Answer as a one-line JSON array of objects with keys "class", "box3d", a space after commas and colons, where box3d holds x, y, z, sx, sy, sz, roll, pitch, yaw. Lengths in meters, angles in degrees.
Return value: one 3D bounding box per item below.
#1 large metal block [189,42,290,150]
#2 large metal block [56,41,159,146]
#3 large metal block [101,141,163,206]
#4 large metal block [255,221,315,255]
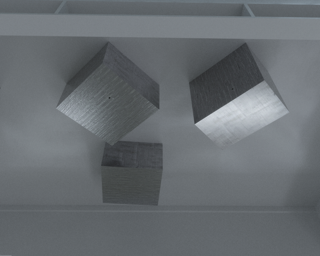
[{"class": "large metal block", "box3d": [0.082, -0.035, 0.343, 0.080, 0.080, 0.050, -34, 123, 25]}, {"class": "large metal block", "box3d": [-0.058, -0.037, 0.360, 0.080, 0.050, 0.080, -36, 122, 26]}, {"class": "large metal block", "box3d": [-0.040, 0.066, 0.448, 0.081, 0.050, 0.079, 4, 130, -4]}, {"class": "large metal block", "box3d": [0.231, 0.220, 0.585, 0.080, 0.050, 0.079, -2, 130, 1]}]
